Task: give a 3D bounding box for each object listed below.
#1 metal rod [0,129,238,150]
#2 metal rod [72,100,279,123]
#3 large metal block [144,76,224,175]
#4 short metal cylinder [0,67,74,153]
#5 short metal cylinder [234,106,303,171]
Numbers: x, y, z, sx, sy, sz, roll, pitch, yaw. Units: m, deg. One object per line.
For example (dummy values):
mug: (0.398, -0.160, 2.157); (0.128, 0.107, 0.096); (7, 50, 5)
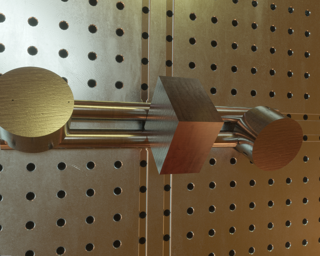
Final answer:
metal rod: (-0.035, 0.014, 0.399); (0.302, 0.025, 0.025); (1, 90, -20)
metal rod: (0.035, -0.020, 0.425); (0.302, 0.025, 0.025); (1, 90, -20)
large metal block: (0.023, -0.003, 0.360); (0.050, 0.080, 0.079); (1, 132, -20)
short metal cylinder: (-0.136, -0.019, 0.334); (0.081, 0.050, 0.080); (8, 65, -17)
short metal cylinder: (0.152, 0.014, 0.441); (0.081, 0.050, 0.079); (-8, 115, -16)
